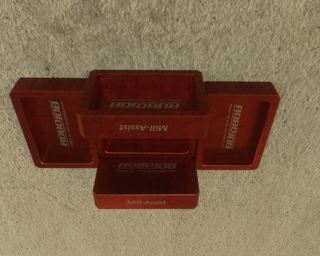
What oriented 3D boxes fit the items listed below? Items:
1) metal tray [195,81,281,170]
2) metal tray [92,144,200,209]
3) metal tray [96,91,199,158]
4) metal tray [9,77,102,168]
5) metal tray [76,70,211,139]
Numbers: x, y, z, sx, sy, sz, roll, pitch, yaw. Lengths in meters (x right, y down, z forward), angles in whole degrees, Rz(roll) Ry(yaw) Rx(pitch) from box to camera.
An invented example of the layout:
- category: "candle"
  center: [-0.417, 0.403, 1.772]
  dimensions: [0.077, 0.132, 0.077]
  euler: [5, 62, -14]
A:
- category: "metal tray"
  center: [0.094, 0.001, 0.408]
  dimensions: [0.091, 0.030, 0.129]
  euler: [0, 130, -1]
- category: "metal tray"
  center: [-0.017, 0.063, 0.418]
  dimensions: [0.131, 0.090, 0.030]
  euler: [0, 130, -1]
- category: "metal tray"
  center: [-0.017, -0.003, 0.403]
  dimensions: [0.131, 0.030, 0.089]
  euler: [0, 130, -1]
- category: "metal tray"
  center: [-0.127, -0.002, 0.402]
  dimensions: [0.091, 0.030, 0.129]
  euler: [0, 130, -1]
- category: "metal tray"
  center: [-0.016, -0.029, 0.341]
  dimensions: [0.131, 0.090, 0.030]
  euler: [0, 130, -1]
